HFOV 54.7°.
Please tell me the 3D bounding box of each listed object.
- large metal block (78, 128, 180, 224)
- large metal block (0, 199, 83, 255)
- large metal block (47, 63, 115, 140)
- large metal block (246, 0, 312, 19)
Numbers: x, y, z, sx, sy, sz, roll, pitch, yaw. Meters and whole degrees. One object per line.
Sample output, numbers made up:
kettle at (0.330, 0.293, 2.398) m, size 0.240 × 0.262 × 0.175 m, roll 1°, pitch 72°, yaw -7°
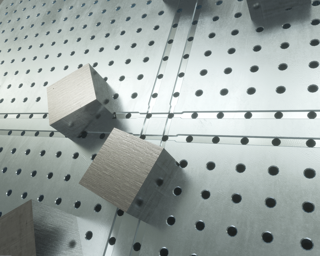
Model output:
large metal block at (-0.036, 0.056, 0.376) m, size 0.080 × 0.050 × 0.080 m, roll 20°, pitch 72°, yaw 35°
large metal block at (-0.136, 0.139, 0.357) m, size 0.050 × 0.080 × 0.080 m, roll -31°, pitch 52°, yaw 8°
large metal block at (-0.124, -0.040, 0.480) m, size 0.080 × 0.050 × 0.080 m, roll -28°, pitch 52°, yaw 10°
large metal block at (0.162, -0.211, 0.436) m, size 0.080 × 0.050 × 0.080 m, roll -10°, pitch 58°, yaw 22°
